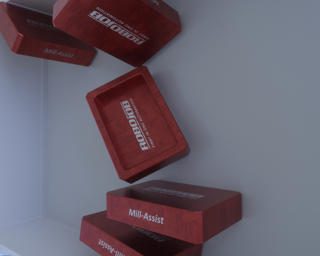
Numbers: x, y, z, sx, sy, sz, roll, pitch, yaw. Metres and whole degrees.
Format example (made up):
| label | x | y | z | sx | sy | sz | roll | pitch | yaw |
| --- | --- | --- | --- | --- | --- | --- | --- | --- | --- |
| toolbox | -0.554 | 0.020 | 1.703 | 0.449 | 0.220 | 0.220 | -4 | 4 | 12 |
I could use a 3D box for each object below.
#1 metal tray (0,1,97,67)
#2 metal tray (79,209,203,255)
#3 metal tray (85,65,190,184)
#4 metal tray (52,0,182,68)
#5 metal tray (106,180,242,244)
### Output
| label | x | y | z | sx | sy | sz | roll | pitch | yaw |
| --- | --- | --- | --- | --- | --- | --- | --- | --- | --- |
| metal tray | -0.175 | -0.143 | 0.483 | 0.090 | 0.131 | 0.030 | 52 | 121 | 27 |
| metal tray | -0.025 | 0.138 | 0.384 | 0.130 | 0.091 | 0.030 | 14 | 99 | 39 |
| metal tray | -0.030 | -0.006 | 0.397 | 0.090 | 0.030 | 0.130 | -27 | 68 | 1 |
| metal tray | -0.049 | -0.133 | 0.377 | 0.090 | 0.131 | 0.030 | -33 | 52 | 35 |
| metal tray | 0.014 | 0.088 | 0.351 | 0.130 | 0.091 | 0.030 | 1 | 93 | 40 |
